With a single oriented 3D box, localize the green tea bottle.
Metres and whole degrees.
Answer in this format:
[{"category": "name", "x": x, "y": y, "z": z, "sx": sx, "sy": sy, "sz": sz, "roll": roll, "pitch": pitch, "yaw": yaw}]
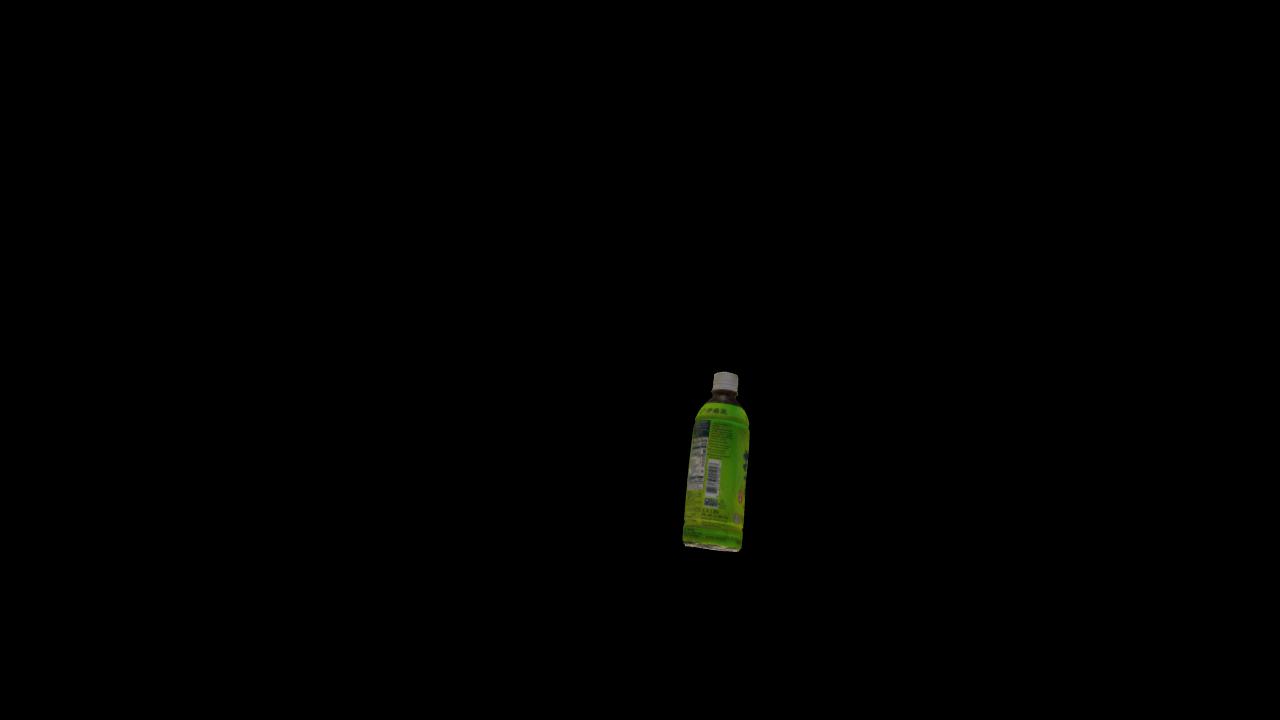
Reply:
[{"category": "green tea bottle", "x": 0.095, "y": 0.118, "z": 0.739, "sx": 0.073, "sy": 0.212, "sz": 0.073, "roll": 7, "pitch": -16, "yaw": 2}]
